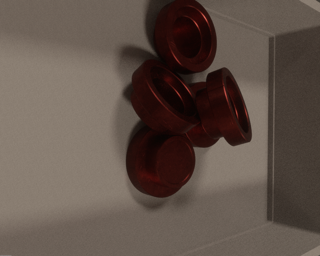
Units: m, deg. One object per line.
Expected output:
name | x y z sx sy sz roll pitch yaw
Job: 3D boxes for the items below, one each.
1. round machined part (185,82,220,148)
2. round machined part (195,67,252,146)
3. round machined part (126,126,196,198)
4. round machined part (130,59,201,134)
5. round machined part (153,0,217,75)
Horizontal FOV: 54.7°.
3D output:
round machined part | 0.068 -0.019 0.455 0.099 0.042 0.097 0 90 -40
round machined part | 0.078 -0.024 0.392 0.098 0.042 0.098 43 37 -45
round machined part | 0.008 0.043 0.405 0.099 0.042 0.097 0 90 -40
round machined part | 0.003 -0.033 0.380 0.098 0.042 0.098 35 32 -26
round machined part | 0.030 -0.121 0.421 0.099 0.042 0.097 2 86 -41
